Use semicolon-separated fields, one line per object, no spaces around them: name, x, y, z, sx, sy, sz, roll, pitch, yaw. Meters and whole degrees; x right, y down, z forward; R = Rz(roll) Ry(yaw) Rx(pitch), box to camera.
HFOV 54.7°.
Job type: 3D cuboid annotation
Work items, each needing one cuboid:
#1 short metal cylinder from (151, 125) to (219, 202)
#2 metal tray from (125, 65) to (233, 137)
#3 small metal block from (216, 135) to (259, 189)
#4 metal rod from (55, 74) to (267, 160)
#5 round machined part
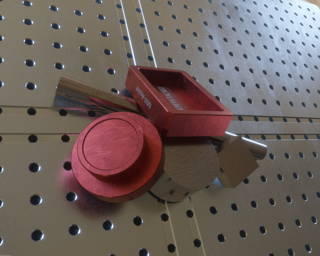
short metal cylinder;0.023;0.043;0.374;0.081;0.050;0.080;14;56;-21
metal tray;0.019;-0.038;0.396;0.091;0.030;0.130;0;33;-29
small metal block;0.096;0.045;0.414;0.050;0.025;0.050;-35;97;-22
metal rod;0.015;-0.008;0.417;0.302;0.025;0.025;18;55;-18
round machined part;-0.046;0.024;0.323;0.099;0.042;0.098;-4;62;7
